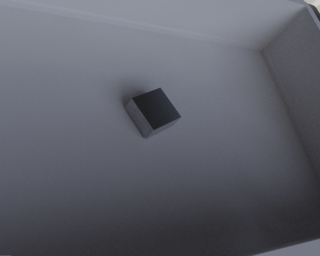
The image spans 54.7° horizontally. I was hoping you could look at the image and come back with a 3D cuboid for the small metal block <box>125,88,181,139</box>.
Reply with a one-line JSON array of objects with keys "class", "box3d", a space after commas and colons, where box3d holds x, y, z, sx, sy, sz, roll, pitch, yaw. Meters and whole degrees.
[{"class": "small metal block", "box3d": [-0.009, -0.020, 0.410, 0.050, 0.025, 0.050, -26, 76, -37]}]
